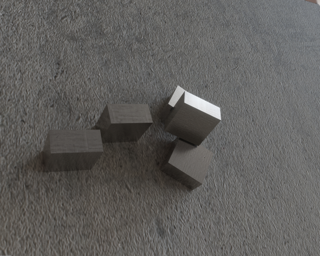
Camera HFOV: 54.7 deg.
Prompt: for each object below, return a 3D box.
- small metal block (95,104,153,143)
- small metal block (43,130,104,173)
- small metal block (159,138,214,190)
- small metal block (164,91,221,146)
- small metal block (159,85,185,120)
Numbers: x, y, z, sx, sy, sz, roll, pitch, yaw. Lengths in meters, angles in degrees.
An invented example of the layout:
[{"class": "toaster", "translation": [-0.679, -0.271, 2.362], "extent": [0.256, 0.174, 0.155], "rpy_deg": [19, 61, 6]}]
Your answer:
[{"class": "small metal block", "translation": [-0.044, -0.005, 0.367], "extent": [0.050, 0.050, 0.025], "rpy_deg": [-2, 63, -29]}, {"class": "small metal block", "translation": [-0.092, 0.024, 0.323], "extent": [0.050, 0.050, 0.025], "rpy_deg": [0, 62, -28]}, {"class": "small metal block", "translation": [0.035, 0.043, 0.396], "extent": [0.050, 0.025, 0.050], "rpy_deg": [33, 52, -7]}, {"class": "small metal block", "translation": [0.040, -0.011, 0.386], "extent": [0.050, 0.050, 0.025], "rpy_deg": [24, 38, -14]}, {"class": "small metal block", "translation": [0.033, -0.025, 0.431], "extent": [0.050, 0.025, 0.050], "rpy_deg": [34, 40, -6]}]
